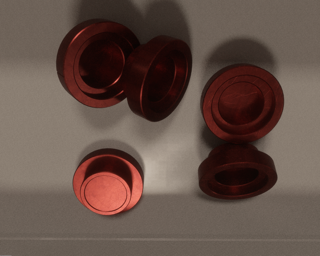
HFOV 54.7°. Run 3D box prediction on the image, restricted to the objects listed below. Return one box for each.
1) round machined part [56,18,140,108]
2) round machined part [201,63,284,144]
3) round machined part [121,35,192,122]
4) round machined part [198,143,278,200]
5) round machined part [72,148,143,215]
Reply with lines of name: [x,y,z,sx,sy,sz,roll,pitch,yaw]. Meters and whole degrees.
round machined part: [-0.071,-0.076,0.357,0.099,0.042,0.097,-20,126,-31]
round machined part: [0.100,-0.033,0.391,0.099,0.042,0.097,0,109,-1]
round machined part: [-0.007,-0.059,0.361,0.042,0.099,0.097,26,112,28]
round machined part: [0.100,0.054,0.409,0.099,0.042,0.097,0,141,0]
round machined part: [-0.073,0.081,0.431,0.099,0.042,0.097,0,110,-1]
